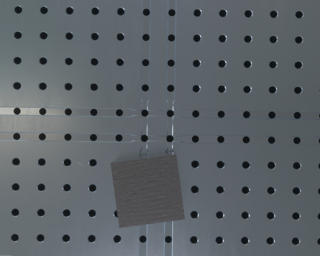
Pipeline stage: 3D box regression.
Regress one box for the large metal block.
[{"bbox_3d":[-0.015,0.076,0.401,0.080,0.050,0.080,-8,90,0],"label":"large metal block"}]
